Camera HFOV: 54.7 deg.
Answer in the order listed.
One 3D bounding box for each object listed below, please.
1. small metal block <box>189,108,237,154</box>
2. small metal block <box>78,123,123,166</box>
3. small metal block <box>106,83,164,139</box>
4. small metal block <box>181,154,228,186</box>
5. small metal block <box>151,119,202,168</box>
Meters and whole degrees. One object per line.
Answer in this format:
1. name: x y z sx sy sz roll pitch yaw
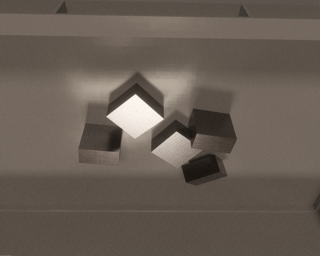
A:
1. small metal block: 0.066 0.003 0.397 0.050 0.050 0.025 8 130 -8
2. small metal block: -0.077 0.021 0.410 0.050 0.050 0.025 5 130 -5
3. small metal block: -0.031 -0.021 0.391 0.050 0.025 0.050 -34 123 25
4. small metal block: 0.065 0.062 0.449 0.050 0.025 0.050 -21 158 17
5. small metal block: 0.023 0.023 0.429 0.050 0.025 0.050 34 122 -26
